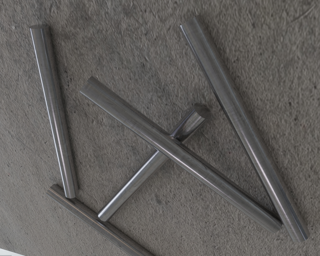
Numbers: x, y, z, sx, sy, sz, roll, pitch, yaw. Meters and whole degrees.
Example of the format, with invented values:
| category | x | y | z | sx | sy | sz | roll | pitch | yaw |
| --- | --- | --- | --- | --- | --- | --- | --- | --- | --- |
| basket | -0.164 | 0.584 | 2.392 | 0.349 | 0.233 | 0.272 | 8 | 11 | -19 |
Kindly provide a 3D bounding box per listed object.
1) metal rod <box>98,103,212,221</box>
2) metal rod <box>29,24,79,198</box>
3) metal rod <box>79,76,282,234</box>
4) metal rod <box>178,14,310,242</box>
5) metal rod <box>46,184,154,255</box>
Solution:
| category | x | y | z | sx | sy | sz | roll | pitch | yaw |
| --- | --- | --- | --- | --- | --- | --- | --- | --- | --- |
| metal rod | -0.024 | 0.068 | 0.461 | 0.025 | 0.025 | 0.298 | 41 | 129 | 0 |
| metal rod | -0.160 | -0.007 | 0.486 | 0.025 | 0.025 | 0.298 | 14 | 124 | 20 |
| metal rod | 0.033 | 0.038 | 0.383 | 0.301 | 0.025 | 0.025 | 37 | 130 | -9 |
| metal rod | 0.104 | 0.013 | 0.359 | 0.025 | 0.025 | 0.299 | -20 | 108 | 36 |
| metal rod | -0.084 | 0.200 | 0.574 | 0.301 | 0.025 | 0.025 | 34 | 129 | 5 |
